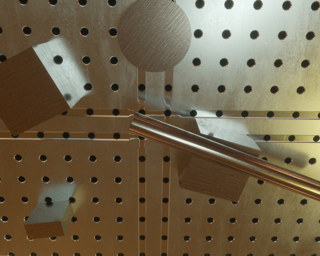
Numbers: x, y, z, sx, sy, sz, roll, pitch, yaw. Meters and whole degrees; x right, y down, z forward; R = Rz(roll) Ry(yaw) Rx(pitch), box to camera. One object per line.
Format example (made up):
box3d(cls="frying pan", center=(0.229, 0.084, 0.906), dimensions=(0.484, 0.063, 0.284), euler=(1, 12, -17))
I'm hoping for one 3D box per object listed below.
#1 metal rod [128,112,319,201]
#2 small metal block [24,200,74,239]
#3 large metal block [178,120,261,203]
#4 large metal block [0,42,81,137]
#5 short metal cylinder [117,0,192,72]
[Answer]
box3d(cls="metal rod", center=(0.107, 0.045, 0.378), dimensions=(0.302, 0.025, 0.025), euler=(20, 109, -8))
box3d(cls="small metal block", center=(-0.158, 0.131, 0.446), dimensions=(0.050, 0.050, 0.025), euler=(-6, 110, 2))
box3d(cls="large metal block", center=(0.076, 0.044, 0.418), dimensions=(0.080, 0.050, 0.079), euler=(16, 109, -6))
box3d(cls="large metal block", center=(-0.159, -0.048, 0.380), dimensions=(0.080, 0.050, 0.080), euler=(-25, 109, 8))
box3d(cls="short metal cylinder", center=(-0.006, -0.109, 0.360), dimensions=(0.081, 0.050, 0.079), euler=(0, 110, -1))
